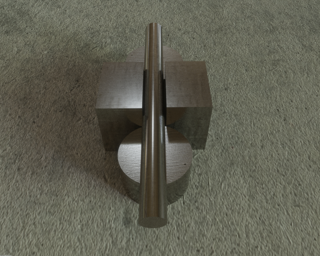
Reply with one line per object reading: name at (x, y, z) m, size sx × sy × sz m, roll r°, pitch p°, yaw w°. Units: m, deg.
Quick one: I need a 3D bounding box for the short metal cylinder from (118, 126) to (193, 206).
short metal cylinder at (-0.005, 0.043, 0.353) m, size 0.081 × 0.050 × 0.080 m, roll 0°, pitch 49°, yaw 0°

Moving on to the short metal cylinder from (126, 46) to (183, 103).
short metal cylinder at (-0.008, -0.077, 0.453) m, size 0.081 × 0.050 × 0.080 m, roll 0°, pitch 49°, yaw 0°

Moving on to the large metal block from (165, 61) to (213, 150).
large metal block at (0.032, -0.028, 0.392) m, size 0.050 × 0.080 × 0.080 m, roll -1°, pitch 50°, yaw -1°

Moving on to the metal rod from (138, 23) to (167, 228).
metal rod at (-0.008, -0.032, 0.366) m, size 0.025 × 0.025 × 0.300 m, roll 0°, pitch 50°, yaw 0°

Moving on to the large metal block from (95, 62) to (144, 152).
large metal block at (-0.045, -0.026, 0.390) m, size 0.050 × 0.080 × 0.080 m, roll -1°, pitch 50°, yaw -1°
